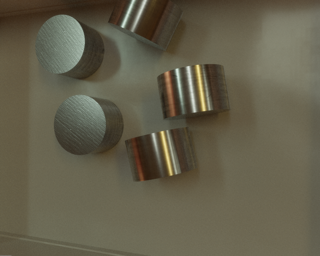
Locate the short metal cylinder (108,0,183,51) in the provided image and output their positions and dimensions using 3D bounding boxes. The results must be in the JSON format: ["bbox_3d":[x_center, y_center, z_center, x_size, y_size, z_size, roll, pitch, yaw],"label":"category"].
[{"bbox_3d":[-0.018,-0.137,0.388,0.080,0.080,0.050,28,99,18],"label":"short metal cylinder"}]

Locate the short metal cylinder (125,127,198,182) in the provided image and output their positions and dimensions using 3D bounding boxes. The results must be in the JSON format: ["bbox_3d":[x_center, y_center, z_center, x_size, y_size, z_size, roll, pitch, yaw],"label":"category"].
[{"bbox_3d":[0.002,0.032,0.381,0.080,0.080,0.050,-14,86,19],"label":"short metal cylinder"}]

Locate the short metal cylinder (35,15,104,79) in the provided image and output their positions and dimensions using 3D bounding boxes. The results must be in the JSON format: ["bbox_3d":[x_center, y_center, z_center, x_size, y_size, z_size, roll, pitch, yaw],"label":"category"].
[{"bbox_3d":[-0.128,-0.113,0.442,0.080,0.050,0.080,0,90,20],"label":"short metal cylinder"}]

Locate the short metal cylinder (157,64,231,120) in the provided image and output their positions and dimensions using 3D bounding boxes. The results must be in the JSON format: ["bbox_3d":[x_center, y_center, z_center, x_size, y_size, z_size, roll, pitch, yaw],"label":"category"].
[{"bbox_3d":[0.040,-0.040,0.367,0.080,0.080,0.050,-9,87,20],"label":"short metal cylinder"}]

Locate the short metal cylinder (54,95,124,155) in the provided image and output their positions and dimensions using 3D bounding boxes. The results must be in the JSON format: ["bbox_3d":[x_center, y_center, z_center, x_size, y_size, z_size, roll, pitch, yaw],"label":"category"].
[{"bbox_3d":[-0.098,-0.004,0.432,0.080,0.050,0.080,0,90,20],"label":"short metal cylinder"}]
